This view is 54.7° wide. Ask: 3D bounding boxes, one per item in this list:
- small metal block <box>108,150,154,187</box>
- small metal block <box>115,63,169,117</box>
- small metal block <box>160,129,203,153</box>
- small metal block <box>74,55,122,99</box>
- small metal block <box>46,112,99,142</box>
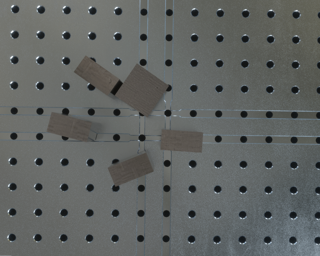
[{"bbox_3d":[-0.035,0.050,0.400,0.050,0.050,0.025,-22,90,0],"label":"small metal block"},{"bbox_3d":[-0.024,-0.049,0.410,0.050,0.025,0.050,34,90,-8],"label":"small metal block"},{"bbox_3d":[0.026,0.016,0.401,0.050,0.050,0.025,4,90,-1],"label":"small metal block"},{"bbox_3d":[-0.077,-0.064,0.400,0.050,0.050,0.025,35,90,0],"label":"small metal block"},{"bbox_3d":[-0.110,-0.001,0.399,0.050,0.050,0.025,15,90,-1],"label":"small metal block"}]
